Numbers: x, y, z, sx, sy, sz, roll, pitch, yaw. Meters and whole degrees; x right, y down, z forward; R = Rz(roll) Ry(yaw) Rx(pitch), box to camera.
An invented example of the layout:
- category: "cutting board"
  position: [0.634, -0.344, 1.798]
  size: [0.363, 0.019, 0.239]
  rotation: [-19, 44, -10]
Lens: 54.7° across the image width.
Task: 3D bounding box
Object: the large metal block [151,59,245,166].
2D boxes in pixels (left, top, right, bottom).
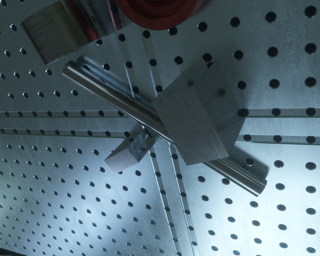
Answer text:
- category: "large metal block"
  position: [0.046, -0.018, 0.339]
  size: [0.050, 0.080, 0.080]
  rotation: [-18, 109, 35]

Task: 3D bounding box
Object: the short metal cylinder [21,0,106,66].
- category: "short metal cylinder"
  position: [-0.111, -0.113, 0.362]
  size: [0.080, 0.080, 0.050]
  rotation: [-15, 111, 34]

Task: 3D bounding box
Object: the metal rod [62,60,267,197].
- category: "metal rod"
  position: [0.001, -0.003, 0.407]
  size: [0.301, 0.025, 0.025]
  rotation: [32, 128, 6]

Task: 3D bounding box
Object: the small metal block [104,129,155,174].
- category: "small metal block"
  position: [-0.042, 0.033, 0.437]
  size: [0.050, 0.050, 0.025]
  rotation: [-29, 103, 37]

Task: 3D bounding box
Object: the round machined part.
- category: "round machined part"
  position: [0.002, -0.151, 0.305]
  size: [0.098, 0.042, 0.097]
  rotation: [13, 124, 20]
